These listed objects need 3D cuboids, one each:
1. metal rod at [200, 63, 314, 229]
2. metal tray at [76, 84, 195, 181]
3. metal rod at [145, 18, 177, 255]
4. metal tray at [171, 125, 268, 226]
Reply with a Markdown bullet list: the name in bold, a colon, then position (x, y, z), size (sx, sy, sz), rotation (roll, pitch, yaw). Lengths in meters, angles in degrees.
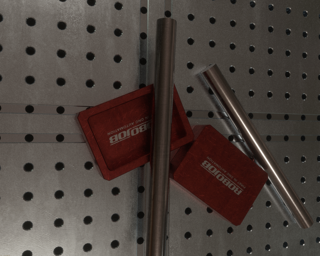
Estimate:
- **metal rod**: position (0.152, 0.035, 0.470), size (0.025, 0.025, 0.299), rotation (-39, 103, -16)
- **metal tray**: position (-0.030, -0.001, 0.399), size (0.131, 0.030, 0.090), rotation (-24, 98, -19)
- **metal rod**: position (0.001, 0.017, 0.381), size (0.025, 0.025, 0.298), rotation (3, 89, -20)
- **metal tray**: position (0.083, 0.067, 0.442), size (0.130, 0.030, 0.090), rotation (39, 77, -16)
